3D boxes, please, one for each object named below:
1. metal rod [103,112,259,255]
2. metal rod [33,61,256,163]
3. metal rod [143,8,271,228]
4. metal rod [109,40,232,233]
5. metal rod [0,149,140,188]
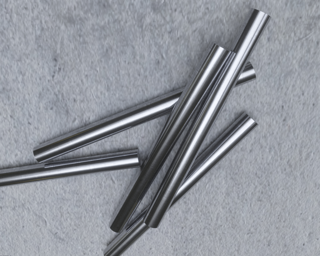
[{"bbox_3d":[0.021,0.093,0.444,0.025,0.025,0.299,40,105,-14],"label":"metal rod"},{"bbox_3d":[-0.025,-0.018,0.402,0.301,0.025,0.025,-21,109,7],"label":"metal rod"},{"bbox_3d":[0.049,0.003,0.383,0.025,0.025,0.298,23,109,-9],"label":"metal rod"},{"bbox_3d":[0.001,0.028,0.401,0.025,0.025,0.298,25,115,-9],"label":"metal rod"},{"bbox_3d":[-0.178,0.064,0.430,0.302,0.025,0.025,-9,110,2],"label":"metal rod"}]
